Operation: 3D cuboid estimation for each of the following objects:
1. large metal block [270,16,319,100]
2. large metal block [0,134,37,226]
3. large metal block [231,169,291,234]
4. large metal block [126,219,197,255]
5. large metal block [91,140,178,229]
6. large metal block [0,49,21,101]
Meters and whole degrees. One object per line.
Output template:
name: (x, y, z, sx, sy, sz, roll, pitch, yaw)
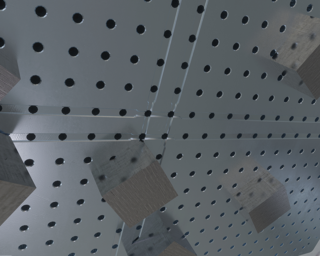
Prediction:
large metal block: (0.223, -0.101, 0.453, 0.080, 0.050, 0.080, 34, 99, -38)
large metal block: (-0.181, 0.054, 0.302, 0.080, 0.080, 0.050, -46, 147, 4)
large metal block: (0.192, 0.139, 0.584, 0.080, 0.050, 0.080, -35, 129, -5)
large metal block: (0.003, 0.214, 0.528, 0.080, 0.050, 0.080, -43, 129, 1)
large metal block: (-0.033, 0.077, 0.424, 0.080, 0.050, 0.080, -33, 129, -7)
large metal block: (-0.183, -0.046, 0.266, 0.080, 0.050, 0.080, -46, 129, 3)
